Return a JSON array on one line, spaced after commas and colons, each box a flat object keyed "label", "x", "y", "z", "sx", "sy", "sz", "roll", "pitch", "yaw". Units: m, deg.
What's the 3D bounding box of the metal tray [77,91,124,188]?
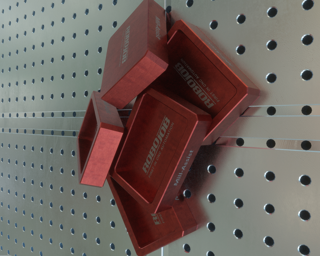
[{"label": "metal tray", "x": -0.089, "y": 0.011, "z": 0.437, "sx": 0.089, "sy": 0.030, "sz": 0.130, "roll": -67, "pitch": 24, "yaw": 18}]

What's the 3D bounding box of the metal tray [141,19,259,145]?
[{"label": "metal tray", "x": 0.041, "y": -0.054, "z": 0.370, "sx": 0.090, "sy": 0.030, "sz": 0.130, "roll": -51, "pitch": 61, "yaw": 27}]

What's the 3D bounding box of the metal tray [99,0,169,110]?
[{"label": "metal tray", "x": -0.032, "y": -0.097, "z": 0.391, "sx": 0.090, "sy": 0.030, "sz": 0.130, "roll": -37, "pitch": 37, "yaw": 33}]

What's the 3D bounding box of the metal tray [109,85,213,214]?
[{"label": "metal tray", "x": -0.005, "y": 0.023, "z": 0.369, "sx": 0.090, "sy": 0.030, "sz": 0.129, "roll": 35, "pitch": 111, "yaw": 34}]

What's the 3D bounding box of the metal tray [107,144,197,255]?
[{"label": "metal tray", "x": -0.017, "y": 0.094, "z": 0.418, "sx": 0.090, "sy": 0.030, "sz": 0.130, "roll": -40, "pitch": 66, "yaw": 32}]
